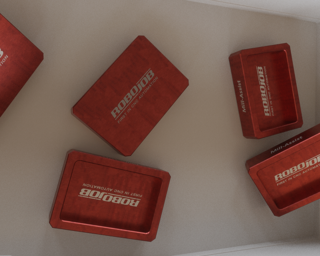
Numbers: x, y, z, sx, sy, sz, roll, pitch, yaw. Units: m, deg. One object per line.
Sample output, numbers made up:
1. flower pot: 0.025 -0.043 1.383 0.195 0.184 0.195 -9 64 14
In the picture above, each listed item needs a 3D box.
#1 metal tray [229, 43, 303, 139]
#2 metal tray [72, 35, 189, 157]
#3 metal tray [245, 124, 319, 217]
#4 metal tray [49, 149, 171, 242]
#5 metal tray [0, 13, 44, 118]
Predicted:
1. metal tray: 0.160 -0.056 0.466 0.091 0.030 0.129 -13 95 -20
2. metal tray: -0.036 -0.040 0.394 0.090 0.030 0.130 43 77 -15
3. metal tray: 0.204 0.061 0.448 0.130 0.030 0.090 -30 100 14
4. metal tray: -0.060 0.084 0.385 0.131 0.030 0.090 16 85 -20
5. metal tray: -0.188 -0.051 0.308 0.030 0.090 0.130 26 78 26
